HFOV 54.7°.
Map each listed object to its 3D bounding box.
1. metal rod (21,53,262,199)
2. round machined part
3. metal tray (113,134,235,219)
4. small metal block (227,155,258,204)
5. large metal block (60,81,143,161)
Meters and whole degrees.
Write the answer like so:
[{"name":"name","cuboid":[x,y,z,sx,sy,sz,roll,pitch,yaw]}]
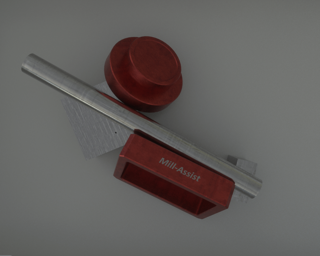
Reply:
[{"name":"metal rod","cuboid":[-0.020,-0.002,0.358,0.301,0.025,0.025,29,90,-1]},{"name":"round machined part","cuboid":[-0.014,-0.071,0.375,0.099,0.042,0.098,14,59,-25]},{"name":"metal tray","cuboid":[0.012,0.063,0.374,0.131,0.090,0.030,26,63,-1]},{"name":"small metal block","cuboid":[0.100,0.064,0.399,0.025,0.050,0.050,15,90,0]},{"name":"large metal block","cuboid":[-0.067,-0.013,0.396,0.080,0.050,0.080,-22,90,-1]}]
